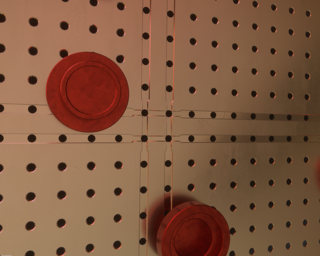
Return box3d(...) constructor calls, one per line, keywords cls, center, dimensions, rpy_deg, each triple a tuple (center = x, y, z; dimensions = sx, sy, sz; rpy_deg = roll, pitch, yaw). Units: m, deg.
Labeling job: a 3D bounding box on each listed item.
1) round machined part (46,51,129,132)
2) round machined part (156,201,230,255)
box3d(cls="round machined part", center=(-0.085, -0.043, 0.372), dimensions=(0.099, 0.042, 0.097), rpy_deg=(0, 90, -20))
box3d(cls="round machined part", center=(0.041, 0.148, 0.419), dimensions=(0.099, 0.042, 0.097), rpy_deg=(0, 90, -20))
